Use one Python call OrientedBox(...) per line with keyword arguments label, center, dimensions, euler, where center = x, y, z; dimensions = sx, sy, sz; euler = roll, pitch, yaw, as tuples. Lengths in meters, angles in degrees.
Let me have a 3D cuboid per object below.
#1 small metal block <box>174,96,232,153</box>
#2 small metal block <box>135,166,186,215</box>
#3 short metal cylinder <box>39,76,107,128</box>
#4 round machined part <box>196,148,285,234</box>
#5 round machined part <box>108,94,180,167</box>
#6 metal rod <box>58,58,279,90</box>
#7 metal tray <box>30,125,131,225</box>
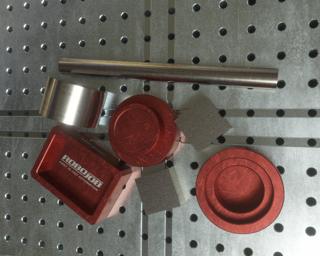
OrientedBox(label="small metal block", center=(0.055, -0.005, 0.393), dimensions=(0.050, 0.025, 0.050), euler=(-40, 78, 15))
OrientedBox(label="small metal block", center=(0.001, 0.083, 0.412), dimensions=(0.050, 0.025, 0.050), euler=(-20, 83, 18))
OrientedBox(label="short metal cylinder", center=(-0.118, -0.036, 0.425), dimensions=(0.080, 0.080, 0.050), euler=(19, 96, 19))
OrientedBox(label="round machined part", center=(0.095, 0.071, 0.370), dimensions=(0.098, 0.042, 0.097), euler=(0, 90, 20))
OrientedBox(label="round machined part", center=(-0.026, 0.003, 0.412), dimensions=(0.098, 0.042, 0.097), euler=(-1, 87, 19))
OrientedBox(label="metal rod", center=(-0.003, -0.075, 0.413), dimensions=(0.301, 0.025, 0.025), euler=(7, 93, 19))
OrientedBox(label="metal tray", center=(-0.117, 0.065, 0.451), dimensions=(0.130, 0.030, 0.090), euler=(32, 101, 17))
